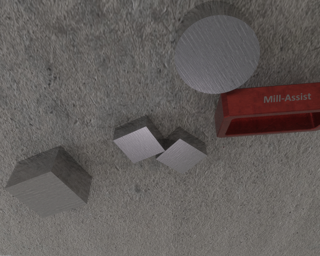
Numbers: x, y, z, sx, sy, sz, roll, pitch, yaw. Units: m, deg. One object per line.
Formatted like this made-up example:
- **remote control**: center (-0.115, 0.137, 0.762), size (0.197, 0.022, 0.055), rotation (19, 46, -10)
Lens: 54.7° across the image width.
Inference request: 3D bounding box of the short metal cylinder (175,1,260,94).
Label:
- **short metal cylinder**: center (0.056, -0.082, 0.316), size (0.080, 0.050, 0.079), rotation (2, 126, 3)

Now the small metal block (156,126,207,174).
- **small metal block**: center (0.029, 0.032, 0.435), size (0.050, 0.025, 0.050), rotation (32, 123, -25)

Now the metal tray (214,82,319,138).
- **metal tray**: center (0.134, -0.018, 0.360), size (0.131, 0.030, 0.090), rotation (-4, 163, 3)

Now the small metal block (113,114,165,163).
- **small metal block**: center (-0.027, 0.016, 0.420), size (0.050, 0.025, 0.050), rotation (-23, 127, 18)

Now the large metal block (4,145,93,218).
- **large metal block**: center (-0.161, 0.081, 0.458), size (0.080, 0.050, 0.080), rotation (-21, 127, 16)
